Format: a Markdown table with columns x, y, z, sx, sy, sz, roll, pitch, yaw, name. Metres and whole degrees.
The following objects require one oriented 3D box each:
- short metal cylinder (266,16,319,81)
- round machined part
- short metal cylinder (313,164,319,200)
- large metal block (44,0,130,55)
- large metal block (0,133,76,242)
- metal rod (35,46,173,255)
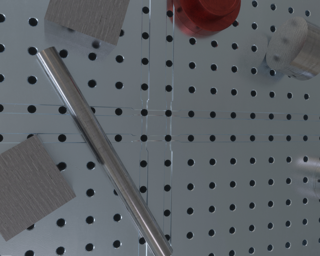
| x | y | z | sx | sy | sz | roll | pitch | yaw | name |
| --- | --- | --- | --- | --- | --- | --- | --- | --- | --- |
| 0.205 | -0.116 | 0.458 | 0.050 | 0.080 | 0.080 | 17 | 85 | -19 | short metal cylinder |
| 0.071 | -0.183 | 0.429 | 0.099 | 0.042 | 0.097 | 0 | 90 | -20 | round machined part |
| 0.304 | 0.092 | 0.511 | 0.081 | 0.050 | 0.080 | 0 | 90 | -20 | short metal cylinder |
| -0.084 | -0.143 | 0.368 | 0.081 | 0.050 | 0.080 | 17 | 84 | -19 | large metal block |
| -0.152 | 0.061 | 0.343 | 0.080 | 0.050 | 0.080 | -32 | 101 | -17 | large metal block |
| -0.064 | 0.040 | 0.388 | 0.025 | 0.025 | 0.299 | -32 | 101 | -17 | metal rod |
